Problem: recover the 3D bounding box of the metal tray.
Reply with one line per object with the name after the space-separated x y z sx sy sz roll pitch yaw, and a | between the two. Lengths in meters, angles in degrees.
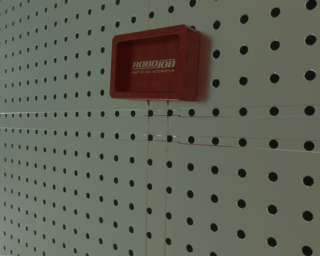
-0.012 -0.083 0.416 0.130 0.030 0.090 6 94 40 | metal tray
